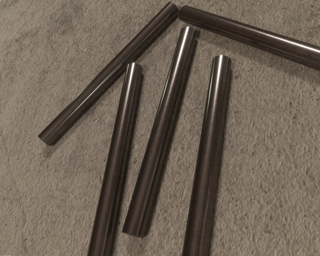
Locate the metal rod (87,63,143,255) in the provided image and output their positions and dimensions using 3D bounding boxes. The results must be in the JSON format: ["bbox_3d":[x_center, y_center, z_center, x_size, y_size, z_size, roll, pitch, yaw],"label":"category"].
[{"bbox_3d":[-0.056,0.038,0.408,0.025,0.025,0.299,-7,59,24],"label":"metal rod"}]

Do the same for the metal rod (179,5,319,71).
[{"bbox_3d":[0.135,-0.114,0.402,0.025,0.025,0.300,-49,52,-7],"label":"metal rod"}]

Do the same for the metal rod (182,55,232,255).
[{"bbox_3d":[0.053,0.042,0.348,0.025,0.025,0.300,-2,61,27],"label":"metal rod"}]

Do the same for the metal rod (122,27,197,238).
[{"bbox_3d":[0.006,-0.012,0.406,0.025,0.025,0.300,2,62,28],"label":"metal rod"}]

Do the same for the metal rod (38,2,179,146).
[{"bbox_3d":[-0.079,-0.089,0.497,0.300,0.025,0.025,-47,52,-5],"label":"metal rod"}]
